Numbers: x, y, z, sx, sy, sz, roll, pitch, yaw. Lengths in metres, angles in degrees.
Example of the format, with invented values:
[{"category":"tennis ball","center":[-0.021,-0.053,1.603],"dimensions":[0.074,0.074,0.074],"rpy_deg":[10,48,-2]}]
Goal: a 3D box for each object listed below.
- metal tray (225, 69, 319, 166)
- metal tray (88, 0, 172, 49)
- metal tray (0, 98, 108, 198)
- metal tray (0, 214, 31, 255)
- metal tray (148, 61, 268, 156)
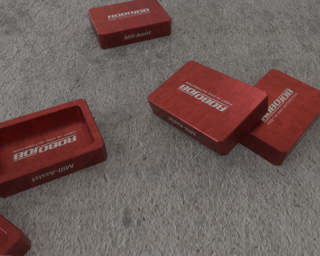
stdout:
[{"category":"metal tray","center":[0.156,-0.020,0.418],"dimensions":[0.090,0.030,0.131],"rpy_deg":[35,58,26]},{"category":"metal tray","center":[-0.055,-0.192,0.561],"dimensions":[0.131,0.030,0.090],"rpy_deg":[-16,52,-14]},{"category":"metal tray","center":[-0.142,0.020,0.381],"dimensions":[0.131,0.030,0.090],"rpy_deg":[-20,53,-16]},{"category":"metal tray","center":[-0.202,0.132,0.286],"dimensions":[0.090,0.030,0.131],"rpy_deg":[27,55,21]},{"category":"metal tray","center":[0.059,-0.032,0.401],"dimensions":[0.090,0.030,0.130],"rpy_deg":[-43,51,-17]}]
